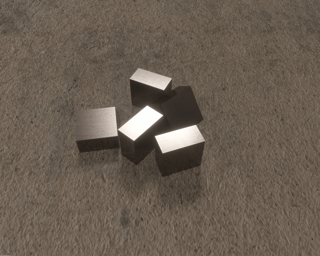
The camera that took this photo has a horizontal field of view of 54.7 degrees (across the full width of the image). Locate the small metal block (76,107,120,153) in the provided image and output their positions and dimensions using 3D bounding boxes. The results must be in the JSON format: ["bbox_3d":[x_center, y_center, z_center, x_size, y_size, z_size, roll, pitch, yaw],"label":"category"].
[{"bbox_3d":[-0.081,0.002,0.401,0.050,0.025,0.050,-7,50,-6],"label":"small metal block"}]

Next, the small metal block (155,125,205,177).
[{"bbox_3d":[0.022,0.028,0.364,0.050,0.050,0.025,-15,52,-13],"label":"small metal block"}]

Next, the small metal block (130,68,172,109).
[{"bbox_3d":[-0.012,-0.049,0.428,0.050,0.050,0.025,20,53,16],"label":"small metal block"}]

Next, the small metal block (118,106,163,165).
[{"bbox_3d":[-0.022,0.009,0.379,0.025,0.050,0.050,33,57,24],"label":"small metal block"}]

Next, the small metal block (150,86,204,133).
[{"bbox_3d":[0.023,-0.021,0.401,0.050,0.050,0.025,-34,23,-25],"label":"small metal block"}]
